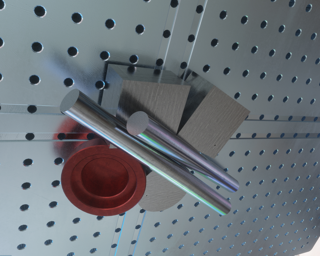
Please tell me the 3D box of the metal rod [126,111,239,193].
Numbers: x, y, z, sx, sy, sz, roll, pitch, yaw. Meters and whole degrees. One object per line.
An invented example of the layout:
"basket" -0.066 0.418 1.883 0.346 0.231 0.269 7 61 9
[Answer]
"metal rod" 0.052 0.048 0.416 0.025 0.025 0.301 -48 144 5

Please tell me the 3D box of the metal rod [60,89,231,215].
"metal rod" 0.008 0.048 0.374 0.025 0.025 0.301 -47 130 5

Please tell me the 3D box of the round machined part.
"round machined part" -0.066 0.056 0.380 0.099 0.042 0.097 -1 113 -3

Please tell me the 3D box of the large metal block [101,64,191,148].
"large metal block" -0.021 -0.024 0.360 0.081 0.050 0.079 1 118 -29

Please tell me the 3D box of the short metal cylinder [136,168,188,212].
"short metal cylinder" -0.004 0.068 0.429 0.081 0.050 0.079 -14 124 -21

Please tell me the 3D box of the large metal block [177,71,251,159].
"large metal block" 0.058 -0.016 0.411 0.080 0.050 0.080 27 104 -38
